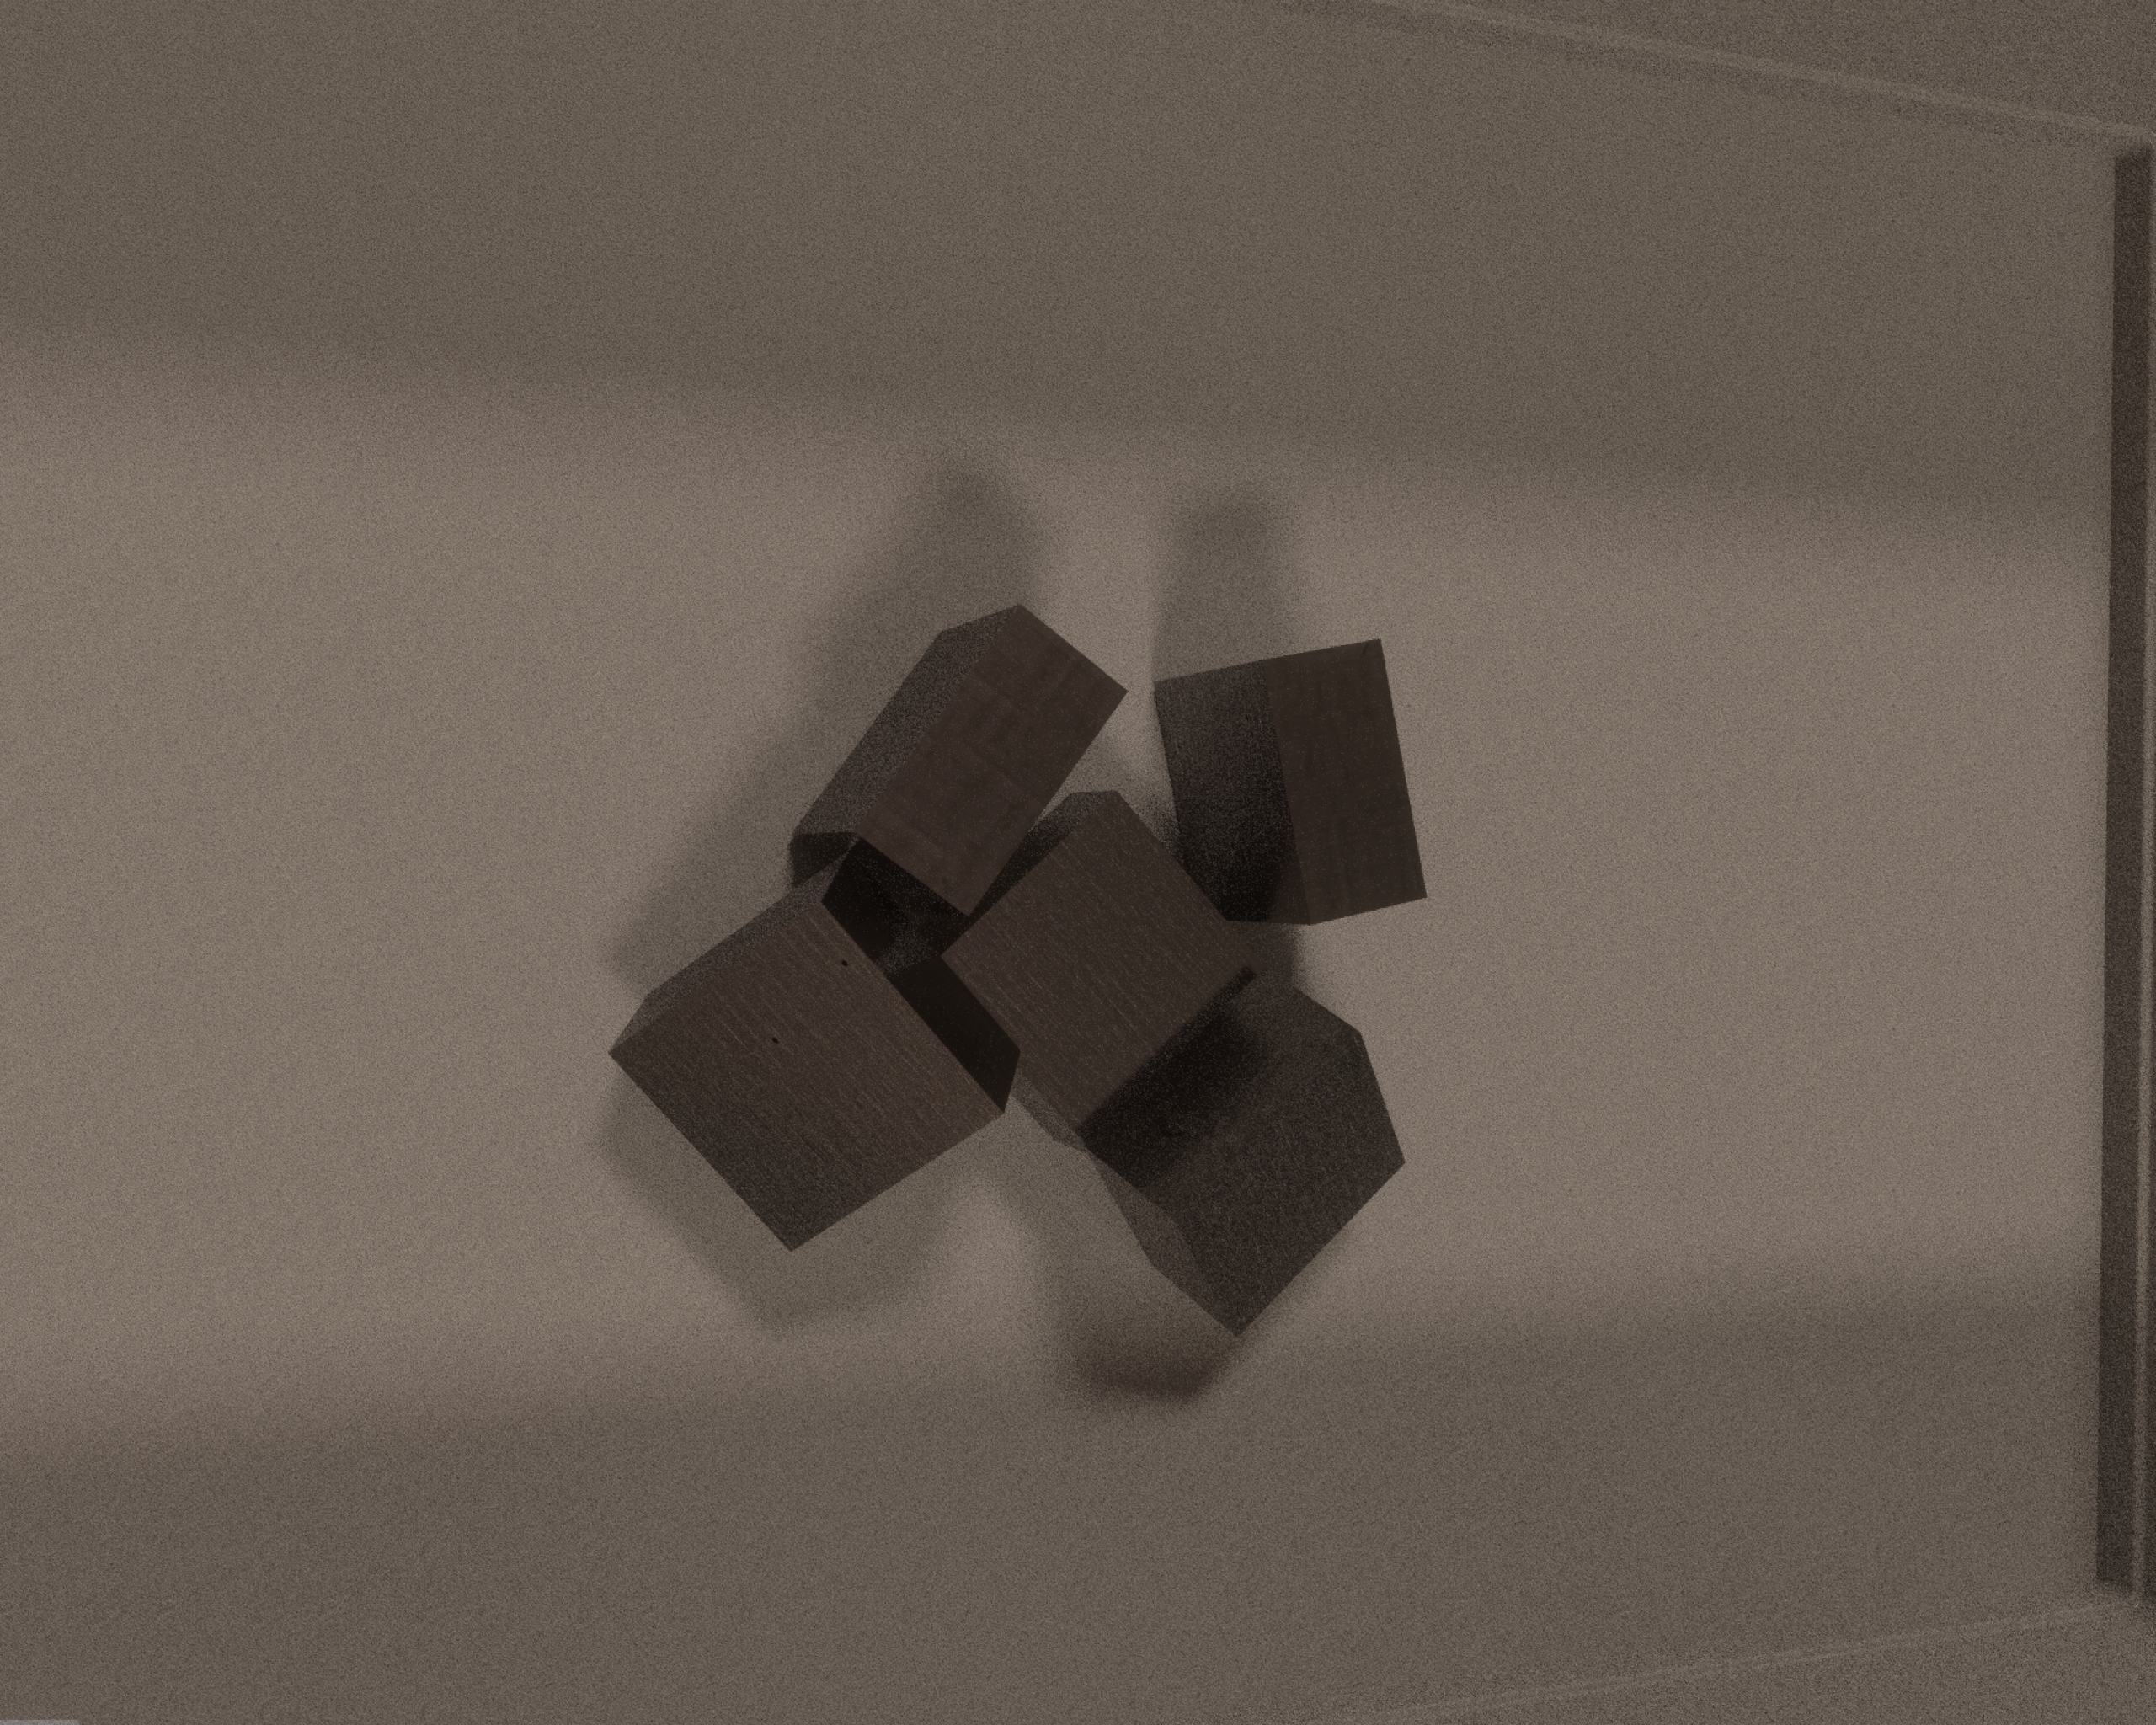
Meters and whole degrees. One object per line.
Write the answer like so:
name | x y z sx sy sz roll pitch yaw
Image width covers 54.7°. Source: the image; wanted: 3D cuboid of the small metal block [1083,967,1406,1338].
small metal block | 0.034 0.057 0.409 0.050 0.025 0.050 -43 141 -15

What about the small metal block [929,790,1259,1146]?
small metal block | 0.001 0.021 0.410 0.050 0.025 0.050 -44 104 -15

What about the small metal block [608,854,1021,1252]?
small metal block | -0.047 0.035 0.380 0.050 0.025 0.050 -35 104 17

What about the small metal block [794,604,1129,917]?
small metal block | -0.023 -0.018 0.387 0.025 0.050 0.050 38 78 -16

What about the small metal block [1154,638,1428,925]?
small metal block | 0.041 -0.015 0.411 0.025 0.050 0.050 -12 94 -21
